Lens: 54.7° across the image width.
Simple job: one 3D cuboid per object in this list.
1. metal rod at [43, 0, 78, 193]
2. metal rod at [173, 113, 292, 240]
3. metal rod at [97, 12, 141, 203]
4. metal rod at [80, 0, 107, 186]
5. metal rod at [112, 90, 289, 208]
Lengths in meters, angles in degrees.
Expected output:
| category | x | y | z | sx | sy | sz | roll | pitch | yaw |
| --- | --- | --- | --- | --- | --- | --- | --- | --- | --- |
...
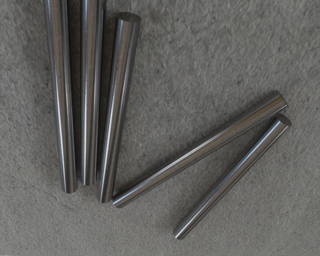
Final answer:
| category | x | y | z | sx | sy | sz | roll | pitch | yaw |
| --- | --- | --- | --- | --- | --- | --- | --- | --- | --- |
| metal rod | -0.119 | -0.020 | 0.388 | 0.025 | 0.025 | 0.298 | 6 | 130 | -6 |
| metal rod | 0.098 | 0.092 | 0.487 | 0.025 | 0.025 | 0.298 | 19 | 128 | -16 |
| metal rod | -0.060 | 0.000 | 0.405 | 0.025 | 0.025 | 0.298 | 8 | 130 | -8 |
| metal rod | -0.084 | -0.034 | 0.376 | 0.025 | 0.025 | 0.298 | 7 | 130 | -6 |
| metal rod | 0.040 | 0.042 | 0.443 | 0.299 | 0.025 | 0.025 | -36 | 122 | 26 |
